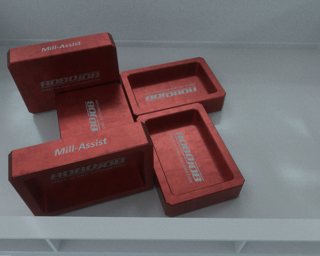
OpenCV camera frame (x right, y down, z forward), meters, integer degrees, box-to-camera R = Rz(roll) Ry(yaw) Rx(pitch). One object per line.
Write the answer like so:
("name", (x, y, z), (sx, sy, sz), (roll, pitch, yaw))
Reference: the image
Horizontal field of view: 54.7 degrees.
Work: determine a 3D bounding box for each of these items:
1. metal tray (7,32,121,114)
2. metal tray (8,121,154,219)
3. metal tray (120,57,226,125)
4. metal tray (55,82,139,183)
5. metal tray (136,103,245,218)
("metal tray", (-0.122, -0.073, 0.418), (0.131, 0.089, 0.030), (-14, 52, -12))
("metal tray", (-0.073, 0.046, 0.320), (0.131, 0.089, 0.030), (-13, 52, -12))
("metal tray", (0.016, -0.053, 0.445), (0.131, 0.030, 0.090), (-13, 51, -12))
("metal tray", (-0.079, 0.002, 0.396), (0.091, 0.030, 0.130), (-13, 51, -12))
("metal tray", (0.031, 0.032, 0.373), (0.091, 0.030, 0.130), (-13, 51, -12))
